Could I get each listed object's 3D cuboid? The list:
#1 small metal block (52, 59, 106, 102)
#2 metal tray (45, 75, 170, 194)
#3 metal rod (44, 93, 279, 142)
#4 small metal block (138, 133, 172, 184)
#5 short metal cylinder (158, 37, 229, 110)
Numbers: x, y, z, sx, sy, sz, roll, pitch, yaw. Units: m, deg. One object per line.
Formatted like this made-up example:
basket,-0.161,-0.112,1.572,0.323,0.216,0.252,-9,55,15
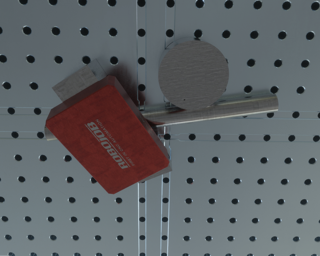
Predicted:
small metal block,-0.096,-0.057,0.377,0.050,0.050,0.025,-30,108,10
metal tray,-0.058,0.013,0.373,0.090,0.030,0.130,-29,119,10
metal rod,0.000,-0.014,0.409,0.302,0.025,0.025,-7,110,2
small metal block,-0.016,0.042,0.427,0.050,0.025,0.050,-22,109,7
short metal cylinder,0.038,-0.067,0.375,0.081,0.050,0.079,0,110,-1
